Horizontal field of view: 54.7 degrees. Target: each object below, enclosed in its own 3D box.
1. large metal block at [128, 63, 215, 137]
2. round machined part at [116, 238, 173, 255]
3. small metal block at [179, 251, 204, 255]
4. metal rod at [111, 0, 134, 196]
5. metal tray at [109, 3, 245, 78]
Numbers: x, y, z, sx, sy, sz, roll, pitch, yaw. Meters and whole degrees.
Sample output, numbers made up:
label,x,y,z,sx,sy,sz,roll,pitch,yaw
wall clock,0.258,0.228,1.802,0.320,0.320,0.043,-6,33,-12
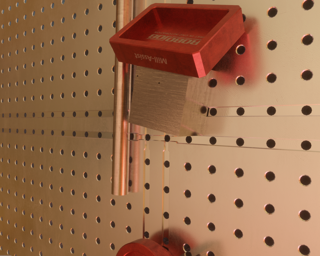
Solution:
label,x,y,z,sx,sy,sz,roll,pitch,yaw
large metal block,0.013,-0.038,0.381,0.080,0.050,0.079,15,100,38
round machined part,-0.013,0.195,0.407,0.098,0.042,0.097,0,90,39
small metal block,0.032,0.179,0.365,0.025,0.050,0.050,-20,78,38
metal rod,-0.054,-0.053,0.451,0.025,0.025,0.298,3,92,39
metal tray,0.017,-0.106,0.354,0.130,0.090,0.030,20,147,38
